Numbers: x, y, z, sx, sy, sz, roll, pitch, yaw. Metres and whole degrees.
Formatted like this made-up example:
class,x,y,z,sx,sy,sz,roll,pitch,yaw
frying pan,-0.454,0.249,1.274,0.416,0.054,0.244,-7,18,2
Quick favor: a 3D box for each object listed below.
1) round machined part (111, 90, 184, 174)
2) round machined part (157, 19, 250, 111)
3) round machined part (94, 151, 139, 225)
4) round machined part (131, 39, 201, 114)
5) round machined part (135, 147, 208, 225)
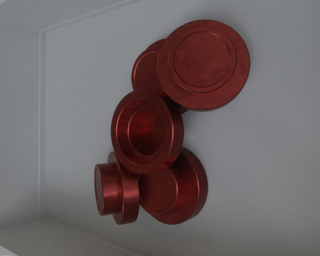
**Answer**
class,x,y,z,sx,sy,sz,roll,pitch,yaw
round machined part,-0.011,0.004,0.372,0.098,0.042,0.097,0,90,39
round machined part,0.045,-0.068,0.328,0.098,0.042,0.097,0,87,9
round machined part,-0.062,0.080,0.415,0.098,0.042,0.097,177,90,-69
round machined part,0.002,-0.064,0.390,0.098,0.042,0.097,0,90,39
round machined part,0.007,0.072,0.386,0.098,0.042,0.097,0,90,39
